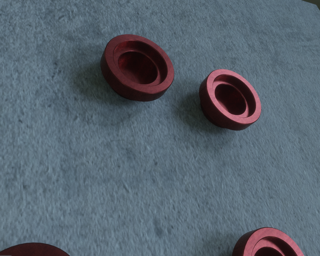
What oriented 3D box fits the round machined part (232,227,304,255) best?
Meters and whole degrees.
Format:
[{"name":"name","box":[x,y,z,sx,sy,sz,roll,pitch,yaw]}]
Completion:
[{"name":"round machined part","box":[0.122,0.169,0.358,0.099,0.042,0.098,14,56,-21]}]

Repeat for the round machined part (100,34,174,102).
[{"name":"round machined part","box":[-0.034,-0.077,0.423,0.099,0.042,0.098,14,56,-21]}]

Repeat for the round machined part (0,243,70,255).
[{"name":"round machined part","box":[-0.107,0.143,0.249,0.099,0.042,0.098,14,56,-21]}]

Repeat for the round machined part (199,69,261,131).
[{"name":"round machined part","box":[0.101,-0.039,0.473,0.099,0.042,0.098,14,56,-21]}]
